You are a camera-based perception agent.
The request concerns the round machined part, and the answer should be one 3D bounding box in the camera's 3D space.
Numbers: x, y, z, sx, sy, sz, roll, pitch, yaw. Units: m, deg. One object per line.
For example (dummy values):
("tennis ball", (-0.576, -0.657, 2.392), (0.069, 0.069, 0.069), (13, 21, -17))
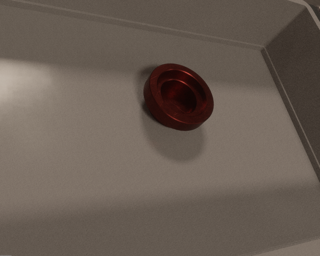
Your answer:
("round machined part", (0.022, -0.039, 0.432), (0.099, 0.042, 0.098), (14, 56, -21))
